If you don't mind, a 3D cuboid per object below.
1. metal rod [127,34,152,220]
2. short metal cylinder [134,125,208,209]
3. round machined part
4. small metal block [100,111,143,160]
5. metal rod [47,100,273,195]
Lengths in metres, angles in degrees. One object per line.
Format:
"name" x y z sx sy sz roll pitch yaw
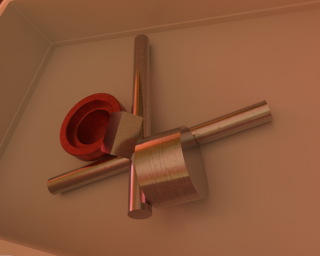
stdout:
"metal rod" -0.025 -0.027 0.409 0.025 0.025 0.300 -18 48 18
"short metal cylinder" 0.014 0.042 0.334 0.050 0.080 0.080 -18 55 18
"round machined part" -0.087 0.002 0.436 0.098 0.042 0.098 -13 56 20
"small metal block" -0.047 0.008 0.369 0.050 0.025 0.050 2 76 66
"metal rod" -0.012 0.030 0.390 0.301 0.025 0.025 -20 54 15
